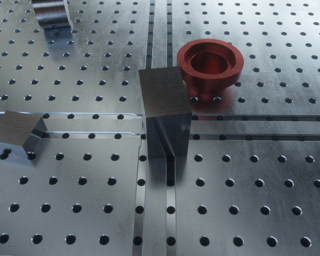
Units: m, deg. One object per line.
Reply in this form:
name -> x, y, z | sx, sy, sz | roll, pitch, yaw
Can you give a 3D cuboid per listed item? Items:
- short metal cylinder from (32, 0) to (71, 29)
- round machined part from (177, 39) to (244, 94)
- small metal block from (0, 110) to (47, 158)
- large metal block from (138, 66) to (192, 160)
short metal cylinder -> -0.196, -0.222, 0.558 | 0.050, 0.080, 0.080 | -10, 51, -8
round machined part -> 0.074, -0.091, 0.473 | 0.099, 0.042, 0.098 | 0, 50, 0
small metal block -> -0.184, 0.007, 0.400 | 0.050, 0.025, 0.050 | 10, 51, 8
large metal block -> 0.004, -0.018, 0.387 | 0.050, 0.080, 0.080 | -7, 50, -5
